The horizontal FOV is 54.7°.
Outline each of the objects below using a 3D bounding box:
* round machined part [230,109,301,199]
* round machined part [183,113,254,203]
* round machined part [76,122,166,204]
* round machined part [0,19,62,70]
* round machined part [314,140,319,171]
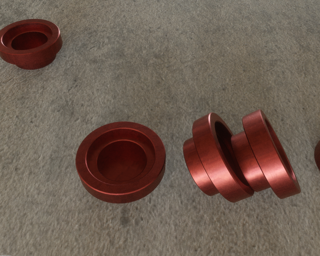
[{"bbox_3d":[0.112,0.032,0.342,0.042,0.098,0.098,-27,47,22],"label":"round machined part"},{"bbox_3d":[0.061,0.035,0.340,0.042,0.098,0.098,-29,47,23],"label":"round machined part"},{"bbox_3d":[-0.043,0.042,0.356,0.099,0.042,0.098,0,50,0],"label":"round machined part"},{"bbox_3d":[-0.208,-0.131,0.500,0.099,0.042,0.098,0,50,0],"label":"round machined part"},{"bbox_3d":[0.243,0.032,0.369,0.099,0.042,0.098,0,50,0],"label":"round machined part"}]
